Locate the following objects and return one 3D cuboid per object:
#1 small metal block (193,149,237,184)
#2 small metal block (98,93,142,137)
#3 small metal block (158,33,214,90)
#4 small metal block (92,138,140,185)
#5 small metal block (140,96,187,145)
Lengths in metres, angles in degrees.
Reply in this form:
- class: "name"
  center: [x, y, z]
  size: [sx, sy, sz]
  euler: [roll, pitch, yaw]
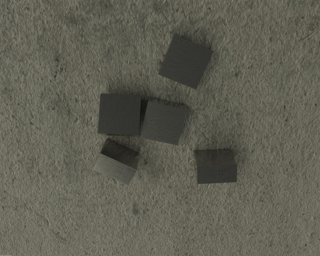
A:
- class: "small metal block"
  center: [0.072, 0.050, 0.416]
  size: [0.050, 0.050, 0.025]
  euler: [-3, 110, 1]
- class: "small metal block"
  center: [-0.050, -0.016, 0.392]
  size: [0.050, 0.025, 0.050]
  euler: [3, 83, 0]
- class: "small metal block"
  center: [0.030, -0.082, 0.380]
  size: [0.050, 0.025, 0.050]
  euler: [21, 109, -8]
- class: "small metal block"
  center: [-0.057, 0.043, 0.412]
  size: [0.050, 0.050, 0.025]
  euler: [26, 108, -9]
- class: "small metal block"
  center: [0.004, -0.010, 0.406]
  size: [0.050, 0.025, 0.050]
  euler: [12, 110, -5]
